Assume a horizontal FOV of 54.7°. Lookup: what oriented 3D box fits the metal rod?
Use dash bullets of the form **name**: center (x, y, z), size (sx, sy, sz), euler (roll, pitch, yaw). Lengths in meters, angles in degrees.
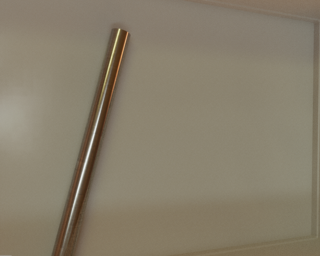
- **metal rod**: center (-0.085, 0.024, 0.379), size (0.025, 0.025, 0.299), euler (16, 85, -20)
